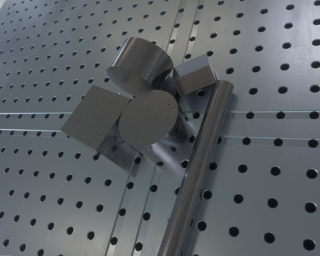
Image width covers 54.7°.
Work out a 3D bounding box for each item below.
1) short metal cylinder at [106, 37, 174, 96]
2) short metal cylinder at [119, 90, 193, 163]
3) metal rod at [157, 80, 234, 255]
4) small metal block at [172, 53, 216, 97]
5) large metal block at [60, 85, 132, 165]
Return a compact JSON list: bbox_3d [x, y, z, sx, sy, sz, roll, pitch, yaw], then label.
[{"bbox_3d":[-0.028,-0.082,0.438,0.080,0.080,0.050,15,70,34],"label":"short metal cylinder"},{"bbox_3d":[-0.005,-0.002,0.396,0.080,0.050,0.080,-13,56,21],"label":"short metal cylinder"},{"bbox_3d":[0.032,0.076,0.344,0.025,0.025,0.300,8,65,31],"label":"metal rod"},{"bbox_3d":[0.045,-0.072,0.416,0.050,0.025,0.050,-21,26,16],"label":"small metal block"},{"bbox_3d":[-0.078,-0.006,0.437,0.080,0.050,0.080,23,74,36],"label":"large metal block"}]
